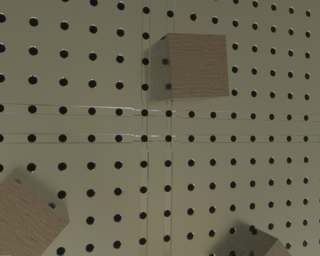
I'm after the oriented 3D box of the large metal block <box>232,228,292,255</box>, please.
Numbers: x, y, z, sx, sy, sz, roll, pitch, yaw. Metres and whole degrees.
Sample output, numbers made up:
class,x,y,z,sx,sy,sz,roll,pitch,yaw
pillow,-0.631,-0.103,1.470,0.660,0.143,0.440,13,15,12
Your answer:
class,x,y,z,sx,sy,sz,roll,pitch,yaw
large metal block,0.153,0.211,0.456,0.080,0.050,0.080,-43,104,-15

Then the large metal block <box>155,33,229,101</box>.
class,x,y,z,sx,sy,sz,roll,pitch,yaw
large metal block,0.042,-0.079,0.414,0.081,0.050,0.080,-4,92,-20

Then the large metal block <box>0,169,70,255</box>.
class,x,y,z,sx,sy,sz,roll,pitch,yaw
large metal block,-0.160,0.105,0.341,0.080,0.050,0.080,44,76,-15
